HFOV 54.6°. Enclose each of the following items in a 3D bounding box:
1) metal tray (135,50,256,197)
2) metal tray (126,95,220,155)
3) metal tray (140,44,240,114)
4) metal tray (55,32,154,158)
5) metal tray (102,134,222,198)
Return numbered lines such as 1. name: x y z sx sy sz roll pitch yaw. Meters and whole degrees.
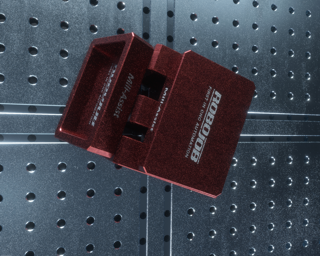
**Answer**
1. metal tray: 0.039 -0.004 0.327 0.090 0.030 0.130 22 83 -19
2. metal tray: 0.016 0.001 0.382 0.131 0.090 0.030 21 82 -20
3. metal tray: 0.036 -0.055 0.390 0.131 0.090 0.030 22 84 -18
4. metal tray: -0.066 -0.039 0.351 0.030 0.090 0.130 26 81 -40
5. metal tray: 0.000 0.044 0.377 0.131 0.090 0.030 22 83 -19
